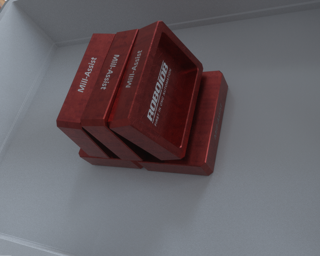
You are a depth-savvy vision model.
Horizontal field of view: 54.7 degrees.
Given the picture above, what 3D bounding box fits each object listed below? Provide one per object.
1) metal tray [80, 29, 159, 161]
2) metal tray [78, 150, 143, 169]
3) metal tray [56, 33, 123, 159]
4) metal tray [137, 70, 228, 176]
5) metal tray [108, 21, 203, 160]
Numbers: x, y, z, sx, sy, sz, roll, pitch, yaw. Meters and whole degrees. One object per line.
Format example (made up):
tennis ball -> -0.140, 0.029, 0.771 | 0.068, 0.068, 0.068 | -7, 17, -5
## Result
metal tray -> -0.034, -0.038, 0.363 | 0.030, 0.090, 0.130 | 0, 60, 28
metal tray -> -0.051, -0.011, 0.433 | 0.090, 0.030, 0.130 | 1, 62, 28
metal tray -> -0.071, -0.039, 0.381 | 0.030, 0.090, 0.130 | 6, 64, 17
metal tray -> 0.030, -0.009, 0.391 | 0.090, 0.030, 0.130 | 1, 62, 28
metal tray -> 0.002, -0.040, 0.344 | 0.030, 0.090, 0.130 | -9, 57, 41
